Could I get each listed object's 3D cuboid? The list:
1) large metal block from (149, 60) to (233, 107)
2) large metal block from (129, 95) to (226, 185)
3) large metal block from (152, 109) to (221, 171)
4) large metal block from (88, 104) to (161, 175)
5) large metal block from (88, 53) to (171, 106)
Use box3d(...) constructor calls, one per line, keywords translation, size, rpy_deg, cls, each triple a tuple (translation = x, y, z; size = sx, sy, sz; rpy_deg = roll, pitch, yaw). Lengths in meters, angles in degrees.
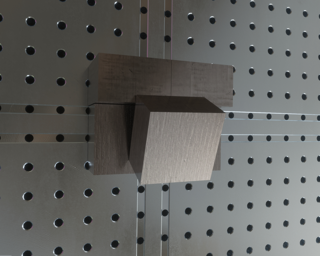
box3d(translation=(0.037, -0.051, 0.397), size=(0.081, 0.080, 0.050), rpy_deg=(1, 90, -20), cls="large metal block")
box3d(translation=(0.015, 0.011, 0.335), size=(0.081, 0.050, 0.079), rpy_deg=(0, 114, -21), cls="large metal block")
box3d(translation=(0.032, 0.014, 0.410), size=(0.081, 0.050, 0.079), rpy_deg=(1, 90, -21), cls="large metal block")
box3d(translation=(-0.044, 0.013, 0.382), size=(0.081, 0.050, 0.079), rpy_deg=(1, 90, -21), cls="large metal block")
box3d(translation=(-0.039, -0.052, 0.368), size=(0.081, 0.080, 0.050), rpy_deg=(1, 90, -20), cls="large metal block")
